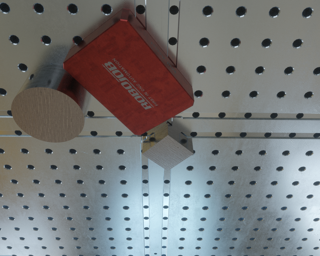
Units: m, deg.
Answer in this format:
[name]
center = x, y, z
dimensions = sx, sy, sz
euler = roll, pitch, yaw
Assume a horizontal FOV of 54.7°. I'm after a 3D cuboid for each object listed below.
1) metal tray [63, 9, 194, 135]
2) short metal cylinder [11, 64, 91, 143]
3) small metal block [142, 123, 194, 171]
[metal tray]
center = -0.032, -0.057, 0.359
dimensions = 0.090, 0.030, 0.130
euler = -30, 125, 22
[short metal cylinder]
center = -0.126, -0.029, 0.370
dimensions = 0.081, 0.050, 0.079
euler = 0, 130, 0
[small metal block]
center = 0.011, 0.028, 0.435
dimensions = 0.050, 0.025, 0.050
euler = 37, 121, -27
